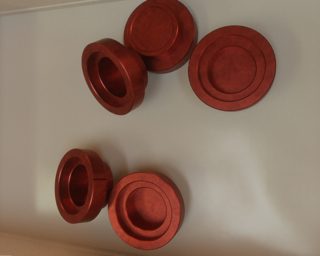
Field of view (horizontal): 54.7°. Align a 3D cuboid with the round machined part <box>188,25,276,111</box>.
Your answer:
[{"bbox_3d":[0.086,-0.068,0.371,0.098,0.042,0.097,0,90,19],"label":"round machined part"}]

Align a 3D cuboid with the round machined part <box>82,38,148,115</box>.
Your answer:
[{"bbox_3d":[-0.054,-0.069,0.402,0.098,0.042,0.097,29,137,31],"label":"round machined part"}]

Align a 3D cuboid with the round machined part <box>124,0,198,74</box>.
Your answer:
[{"bbox_3d":[-0.003,-0.122,0.402,0.098,0.042,0.097,0,90,19],"label":"round machined part"}]

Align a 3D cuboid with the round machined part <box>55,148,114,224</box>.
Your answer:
[{"bbox_3d":[-0.100,0.078,0.422,0.098,0.042,0.097,-9,77,44],"label":"round machined part"}]

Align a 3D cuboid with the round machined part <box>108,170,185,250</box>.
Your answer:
[{"bbox_3d":[-0.015,0.104,0.406,0.098,0.042,0.097,0,90,19],"label":"round machined part"}]
